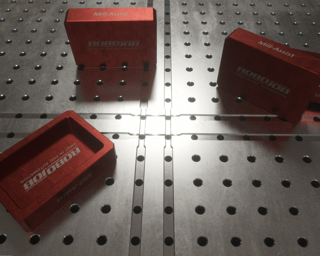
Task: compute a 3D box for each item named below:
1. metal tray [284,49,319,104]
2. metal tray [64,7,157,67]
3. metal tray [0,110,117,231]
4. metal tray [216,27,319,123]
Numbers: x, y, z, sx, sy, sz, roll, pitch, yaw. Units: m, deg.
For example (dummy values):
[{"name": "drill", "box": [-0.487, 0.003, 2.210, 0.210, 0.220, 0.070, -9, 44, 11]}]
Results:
[{"name": "metal tray", "box": [0.222, -0.080, 0.467, 0.131, 0.030, 0.090, 14, 46, 8]}, {"name": "metal tray", "box": [-0.071, -0.138, 0.478, 0.131, 0.090, 0.030, -1, 56, -2]}, {"name": "metal tray", "box": [-0.129, 0.043, 0.366, 0.090, 0.030, 0.131, 35, 58, 25]}, {"name": "metal tray", "box": [0.147, -0.072, 0.427, 0.130, 0.089, 0.030, 31, 57, 23]}]
